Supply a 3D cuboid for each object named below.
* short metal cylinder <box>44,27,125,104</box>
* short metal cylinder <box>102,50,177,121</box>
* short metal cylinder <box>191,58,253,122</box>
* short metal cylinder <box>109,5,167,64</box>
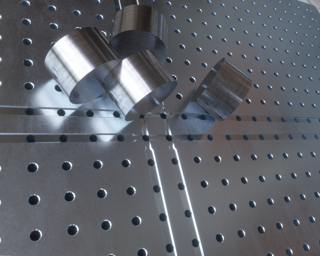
[{"bbox_3d":[-0.088,-0.073,0.371,0.081,0.080,0.050,-31,80,-38],"label":"short metal cylinder"},{"bbox_3d":[-0.025,-0.053,0.393,0.081,0.080,0.050,-30,79,-38],"label":"short metal cylinder"},{"bbox_3d":[0.090,-0.056,0.458,0.050,0.080,0.080,35,51,-6],"label":"short metal cylinder"},{"bbox_3d":[-0.030,-0.123,0.433,0.081,0.080,0.050,15,56,-20],"label":"short metal cylinder"}]
